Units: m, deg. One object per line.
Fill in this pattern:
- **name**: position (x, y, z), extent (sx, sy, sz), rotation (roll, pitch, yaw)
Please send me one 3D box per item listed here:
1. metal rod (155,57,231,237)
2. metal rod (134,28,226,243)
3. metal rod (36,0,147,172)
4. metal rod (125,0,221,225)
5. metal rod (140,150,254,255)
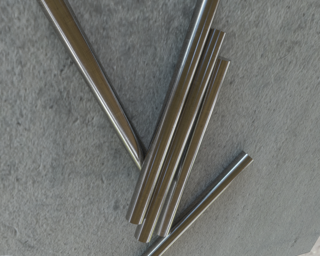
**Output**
- **metal rod**: position (0.041, 0.041, 0.456), extent (0.025, 0.025, 0.298), rotation (2, 118, -30)
- **metal rod**: position (0.022, 0.019, 0.409), extent (0.025, 0.025, 0.298), rotation (10, 106, -33)
- **metal rod**: position (-0.052, -0.016, 0.369), extent (0.025, 0.025, 0.299), rotation (-32, 129, -8)
- **metal rod**: position (0.011, -0.014, 0.383), extent (0.025, 0.025, 0.298), rotation (9, 107, -33)
- **metal rod**: position (0.046, 0.155, 0.530), extent (0.300, 0.025, 0.025), rotation (-47, 130, 4)
